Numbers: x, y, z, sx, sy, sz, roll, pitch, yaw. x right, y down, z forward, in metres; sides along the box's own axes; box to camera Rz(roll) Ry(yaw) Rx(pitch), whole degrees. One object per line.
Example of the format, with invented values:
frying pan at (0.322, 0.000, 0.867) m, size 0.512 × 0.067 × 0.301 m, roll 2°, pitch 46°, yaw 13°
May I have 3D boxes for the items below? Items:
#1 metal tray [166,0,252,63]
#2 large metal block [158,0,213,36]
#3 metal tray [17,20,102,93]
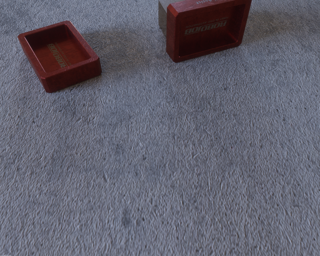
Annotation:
metal tray at (0.076, -0.163, 0.498) m, size 0.131 × 0.090 × 0.030 m, roll -18°, pitch 53°, yaw -15°
large metal block at (0.048, -0.190, 0.547) m, size 0.081 × 0.050 × 0.080 m, roll -13°, pitch 51°, yaw -11°
metal tray at (-0.162, -0.119, 0.498) m, size 0.091 × 0.030 × 0.130 m, roll -25°, pitch 55°, yaw -20°
